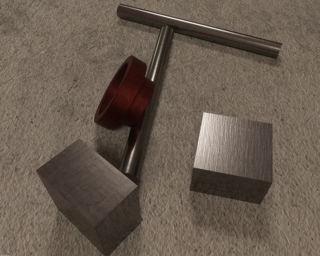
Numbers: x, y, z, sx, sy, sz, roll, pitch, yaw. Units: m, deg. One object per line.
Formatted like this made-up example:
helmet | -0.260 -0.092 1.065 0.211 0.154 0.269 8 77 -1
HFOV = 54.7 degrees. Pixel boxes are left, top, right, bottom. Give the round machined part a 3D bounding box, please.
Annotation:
round machined part | -0.043 -0.040 0.400 0.042 0.098 0.098 29 48 -19

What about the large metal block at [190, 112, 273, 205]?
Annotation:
large metal block | 0.083 0.034 0.360 0.080 0.050 0.080 10 51 8

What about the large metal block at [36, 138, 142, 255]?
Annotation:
large metal block | -0.066 0.070 0.308 0.080 0.080 0.050 34 58 25

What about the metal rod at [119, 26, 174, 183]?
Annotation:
metal rod | -0.012 -0.055 0.449 0.025 0.025 0.300 8 50 6

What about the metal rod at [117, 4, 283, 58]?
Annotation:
metal rod | 0.061 -0.176 0.551 0.301 0.025 0.025 19 53 15
